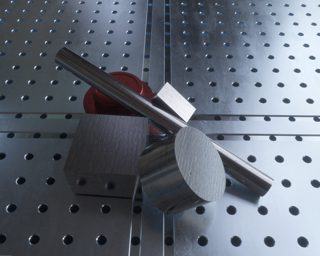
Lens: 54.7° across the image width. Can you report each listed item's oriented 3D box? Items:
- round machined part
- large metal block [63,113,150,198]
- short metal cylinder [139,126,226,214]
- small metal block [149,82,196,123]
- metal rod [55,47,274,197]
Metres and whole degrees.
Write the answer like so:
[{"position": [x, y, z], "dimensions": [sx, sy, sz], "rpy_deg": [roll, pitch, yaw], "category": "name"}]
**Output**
[{"position": [-0.057, -0.041, 0.431], "dimensions": [0.099, 0.042, 0.098], "rpy_deg": [0, 50, 0], "category": "round machined part"}, {"position": [-0.056, 0.031, 0.361], "dimensions": [0.080, 0.050, 0.080], "rpy_deg": [4, 50, 3], "category": "large metal block"}, {"position": [0.024, 0.045, 0.326], "dimensions": [0.080, 0.050, 0.080], "rpy_deg": [30, 45, -35], "category": "short metal cylinder"}, {"position": [0.009, -0.025, 0.400], "dimensions": [0.050, 0.050, 0.025], "rpy_deg": [42, 58, -11], "category": "small metal block"}, {"position": [-0.002, -0.013, 0.376], "dimensions": [0.301, 0.025, 0.025], "rpy_deg": [33, 56, 9], "category": "metal rod"}]
